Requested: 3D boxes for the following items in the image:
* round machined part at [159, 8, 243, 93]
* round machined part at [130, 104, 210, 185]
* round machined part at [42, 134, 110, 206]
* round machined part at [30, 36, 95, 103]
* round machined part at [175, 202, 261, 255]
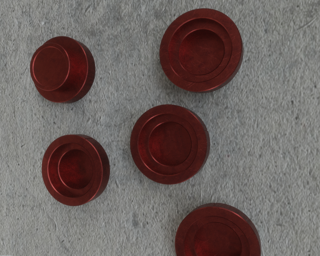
[{"bbox_3d":[0.052,-0.091,0.381,0.098,0.042,0.097,0,90,20],"label":"round machined part"},{"bbox_3d":[0.016,0.020,0.394,0.098,0.042,0.097,0,90,20],"label":"round machined part"},{"bbox_3d":[-0.114,0.057,0.440,0.098,0.042,0.097,0,90,20],"label":"round machined part"},{"bbox_3d":[-0.148,-0.086,0.452,0.098,0.042,0.097,0,90,20],"label":"round machined part"},{"bbox_3d":[0.071,0.139,0.375,0.098,0.042,0.097,0,90,20],"label":"round machined part"}]
